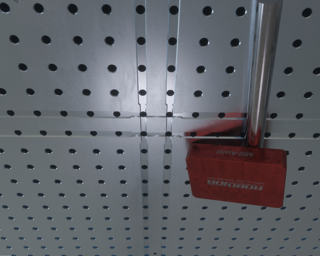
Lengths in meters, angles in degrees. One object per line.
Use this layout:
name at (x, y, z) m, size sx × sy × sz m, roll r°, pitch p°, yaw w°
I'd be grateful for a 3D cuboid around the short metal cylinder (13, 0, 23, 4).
short metal cylinder at (-0.112, -0.149, 0.248) m, size 0.080 × 0.080 × 0.050 m, roll -37°, pitch 121°, yaw 27°

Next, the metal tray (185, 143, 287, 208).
metal tray at (0.108, 0.068, 0.442) m, size 0.130 × 0.030 × 0.090 m, roll 3°, pitch 131°, yaw 19°

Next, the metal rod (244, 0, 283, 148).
metal rod at (0.125, -0.014, 0.401) m, size 0.025 × 0.025 × 0.298 m, roll -5°, pitch 130°, yaw 4°
